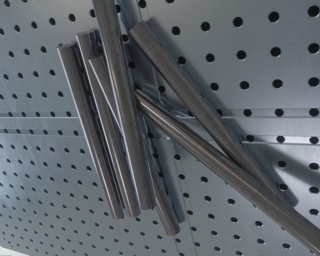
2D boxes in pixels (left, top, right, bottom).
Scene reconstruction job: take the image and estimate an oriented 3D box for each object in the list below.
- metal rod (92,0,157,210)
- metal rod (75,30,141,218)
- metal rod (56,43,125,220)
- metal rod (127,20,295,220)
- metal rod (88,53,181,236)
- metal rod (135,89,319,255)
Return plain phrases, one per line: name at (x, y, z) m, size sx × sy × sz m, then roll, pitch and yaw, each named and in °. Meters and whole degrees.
metal rod at (-0.043, -0.037, 0.380) m, size 0.025 × 0.025 × 0.298 m, roll -2°, pitch 108°, yaw 29°
metal rod at (-0.069, 0.012, 0.455) m, size 0.025 × 0.025 × 0.298 m, roll 4°, pitch 120°, yaw 26°
metal rod at (-0.099, 0.022, 0.477) m, size 0.025 × 0.025 × 0.298 m, roll 4°, pitch 120°, yaw 26°
metal rod at (0.068, -0.001, 0.374) m, size 0.025 × 0.025 × 0.300 m, roll -34°, pitch 100°, yaw 38°
metal rod at (-0.027, 0.039, 0.440) m, size 0.025 × 0.025 × 0.299 m, roll -6°, pitch 119°, yaw 31°
metal rod at (0.080, 0.050, 0.369) m, size 0.300 × 0.025 × 0.025 m, roll 39°, pitch 130°, yaw 14°
